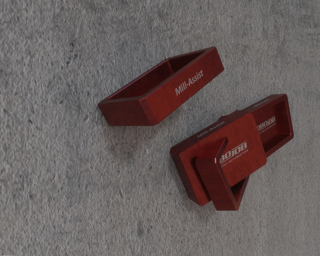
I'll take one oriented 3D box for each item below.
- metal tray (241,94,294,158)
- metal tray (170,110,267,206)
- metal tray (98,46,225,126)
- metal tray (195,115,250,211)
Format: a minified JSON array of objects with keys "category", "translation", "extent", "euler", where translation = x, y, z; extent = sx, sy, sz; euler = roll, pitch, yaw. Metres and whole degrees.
[{"category":"metal tray","translation":[0.192,-0.003,0.561],"extent":[0.131,0.030,0.089],"euler":[-24,105,-37]},{"category":"metal tray","translation":[0.088,0.041,0.451],"extent":[0.131,0.030,0.090],"euler":[-28,109,-18]},{"category":"metal tray","translation":[0.003,-0.049,0.363],"extent":[0.131,0.090,0.030],"euler":[-40,115,-33]},{"category":"metal tray","translation":[0.103,0.047,0.462],"extent":[0.131,0.030,0.090],"euler":[-50,121,-48]}]
